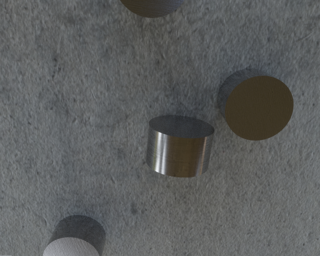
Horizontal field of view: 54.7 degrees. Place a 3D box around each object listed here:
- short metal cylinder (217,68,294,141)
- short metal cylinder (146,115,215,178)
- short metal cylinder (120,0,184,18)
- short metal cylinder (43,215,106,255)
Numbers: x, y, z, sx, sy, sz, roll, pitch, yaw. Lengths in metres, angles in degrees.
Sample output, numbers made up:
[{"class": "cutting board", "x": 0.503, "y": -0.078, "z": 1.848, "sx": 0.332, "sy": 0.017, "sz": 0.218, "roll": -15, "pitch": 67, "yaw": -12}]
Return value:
[{"class": "short metal cylinder", "x": 0.116, "y": -0.031, "z": 0.387, "sx": 0.081, "sy": 0.050, "sz": 0.079, "roll": 0, "pitch": 110, "yaw": -1}, {"class": "short metal cylinder", "x": 0.024, "y": 0.020, "z": 0.388, "sx": 0.081, "sy": 0.080, "sz": 0.050, "roll": 5, "pitch": 110, "yaw": -2}, {"class": "short metal cylinder", "x": -0.008, "y": -0.162, "z": 0.337, "sx": 0.081, "sy": 0.050, "sz": 0.079, "roll": 0, "pitch": 110, "yaw": -1}, {"class": "short metal cylinder", "x": -0.125, "y": 0.178, "z": 0.460, "sx": 0.081, "sy": 0.050, "sz": 0.079, "roll": 0, "pitch": 110, "yaw": -1}]
